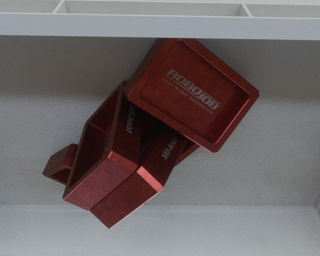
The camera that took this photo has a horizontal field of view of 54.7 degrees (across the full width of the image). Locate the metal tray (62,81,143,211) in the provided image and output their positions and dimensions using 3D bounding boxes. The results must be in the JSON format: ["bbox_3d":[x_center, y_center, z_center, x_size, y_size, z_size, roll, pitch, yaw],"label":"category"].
[{"bbox_3d":[-0.060,0.015,0.349,0.030,0.130,0.090,33,123,-24],"label":"metal tray"}]

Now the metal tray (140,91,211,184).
[{"bbox_3d":[-0.006,0.016,0.417,0.090,0.030,0.129,32,123,-25],"label":"metal tray"}]

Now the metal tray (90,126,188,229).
[{"bbox_3d":[-0.018,0.048,0.363,0.030,0.131,0.090,45,119,-5],"label":"metal tray"}]

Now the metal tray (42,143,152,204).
[{"bbox_3d":[-0.089,0.073,0.442,0.130,0.030,0.090,32,147,-25],"label":"metal tray"}]

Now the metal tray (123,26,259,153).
[{"bbox_3d":[0.037,-0.040,0.348,0.131,0.030,0.090,32,98,-24],"label":"metal tray"}]
